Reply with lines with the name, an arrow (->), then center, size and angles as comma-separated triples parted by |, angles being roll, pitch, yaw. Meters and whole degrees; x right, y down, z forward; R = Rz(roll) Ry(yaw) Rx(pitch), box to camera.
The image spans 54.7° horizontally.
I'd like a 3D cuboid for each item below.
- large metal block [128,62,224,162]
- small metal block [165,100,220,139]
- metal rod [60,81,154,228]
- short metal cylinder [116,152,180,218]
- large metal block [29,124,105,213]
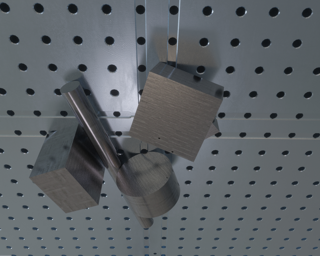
large metal block -> 0.019, -0.020, 0.355 | 0.080, 0.050, 0.079 | 22, 116, 3
small metal block -> 0.042, -0.007, 0.406 | 0.050, 0.025, 0.050 | -30, 124, 23
metal rod -> -0.065, 0.060, 0.461 | 0.025, 0.025, 0.299 | -13, 129, 10
short metal cylinder -> -0.016, 0.080, 0.444 | 0.080, 0.080, 0.050 | -12, 129, 10
large metal block -> -0.120, 0.055, 0.421 | 0.050, 0.080, 0.080 | -17, 128, 14
